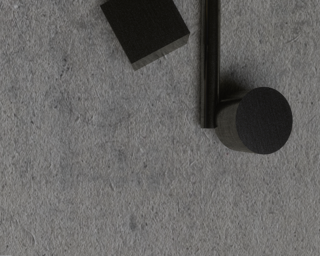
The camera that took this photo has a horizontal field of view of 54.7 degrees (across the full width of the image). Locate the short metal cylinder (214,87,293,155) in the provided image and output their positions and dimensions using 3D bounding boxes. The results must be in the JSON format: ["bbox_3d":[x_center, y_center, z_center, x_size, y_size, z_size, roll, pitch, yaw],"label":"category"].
[{"bbox_3d":[0.115,-0.009,0.387,0.081,0.050,0.080,0,90,-19],"label":"short metal cylinder"}]

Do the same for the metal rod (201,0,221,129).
[{"bbox_3d":[0.068,-0.148,0.410,0.025,0.025,0.298,0,90,0],"label":"metal rod"}]

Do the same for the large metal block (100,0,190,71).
[{"bbox_3d":[-0.018,-0.131,0.397,0.080,0.050,0.080,-28,90,0],"label":"large metal block"}]
